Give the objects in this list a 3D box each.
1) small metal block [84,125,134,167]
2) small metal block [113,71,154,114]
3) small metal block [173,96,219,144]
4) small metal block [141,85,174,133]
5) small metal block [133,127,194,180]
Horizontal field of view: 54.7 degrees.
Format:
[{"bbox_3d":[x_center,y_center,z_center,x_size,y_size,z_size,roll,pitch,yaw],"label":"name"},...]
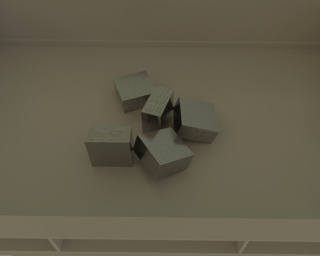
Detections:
[{"bbox_3d":[-0.058,0.022,0.370,0.050,0.050,0.025,1,50,1],"label":"small metal block"},{"bbox_3d":[-0.036,-0.053,0.449,0.050,0.025,0.050,-16,52,-13],"label":"small metal block"},{"bbox_3d":[0.046,-0.011,0.405,0.050,0.025,0.050,11,49,-15],"label":"small metal block"},{"bbox_3d":[-0.002,-0.018,0.404,0.025,0.050,0.050,15,52,13],"label":"small metal block"},{"bbox_3d":[0.004,0.029,0.371,0.050,0.025,0.050,-13,49,-35],"label":"small metal block"}]
